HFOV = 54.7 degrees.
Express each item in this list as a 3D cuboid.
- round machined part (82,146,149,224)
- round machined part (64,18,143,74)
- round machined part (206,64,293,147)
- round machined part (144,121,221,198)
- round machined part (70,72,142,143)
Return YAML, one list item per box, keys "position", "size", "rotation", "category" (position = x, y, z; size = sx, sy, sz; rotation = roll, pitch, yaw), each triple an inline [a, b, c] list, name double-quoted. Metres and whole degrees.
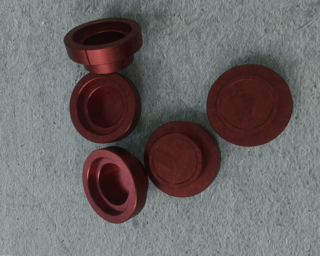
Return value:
- position: [-0.054, 0.071, 0.409]
  size: [0.098, 0.042, 0.097]
  rotation: [8, 103, 36]
  category: "round machined part"
- position: [-0.071, -0.106, 0.406]
  size: [0.098, 0.098, 0.042]
  rotation: [9, 133, 19]
  category: "round machined part"
- position: [0.103, -0.027, 0.363]
  size: [0.098, 0.042, 0.097]
  rotation: [0, 90, 20]
  category: "round machined part"
- position: [0.024, 0.039, 0.391]
  size: [0.098, 0.042, 0.097]
  rotation: [0, 90, 20]
  category: "round machined part"
- position: [-0.070, -0.028, 0.425]
  size: [0.098, 0.042, 0.097]
  rotation: [0, 90, 20]
  category: "round machined part"
